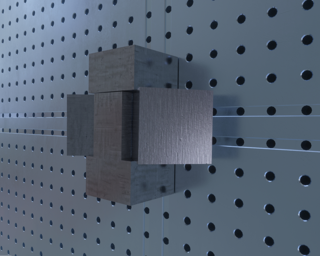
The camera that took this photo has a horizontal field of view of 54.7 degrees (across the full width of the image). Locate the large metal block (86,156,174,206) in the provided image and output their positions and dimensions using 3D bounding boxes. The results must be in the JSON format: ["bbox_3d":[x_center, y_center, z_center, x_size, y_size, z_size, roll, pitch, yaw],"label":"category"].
[{"bbox_3d":[-0.038,0.061,0.401,0.080,0.081,0.050,2,91,39],"label":"large metal block"}]

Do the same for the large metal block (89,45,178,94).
[{"bbox_3d":[-0.034,-0.068,0.398,0.080,0.081,0.050,2,91,39],"label":"large metal block"}]

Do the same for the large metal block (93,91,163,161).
[{"bbox_3d":[-0.037,-0.003,0.401,0.050,0.081,0.079,1,91,40],"label":"large metal block"}]

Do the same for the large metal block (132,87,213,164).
[{"bbox_3d":[0.012,-0.002,0.351,0.050,0.081,0.079,-177,88,-77],"label":"large metal block"}]

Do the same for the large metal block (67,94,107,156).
[{"bbox_3d":[-0.095,-0.005,0.441,0.050,0.080,0.079,0,91,0],"label":"large metal block"}]
